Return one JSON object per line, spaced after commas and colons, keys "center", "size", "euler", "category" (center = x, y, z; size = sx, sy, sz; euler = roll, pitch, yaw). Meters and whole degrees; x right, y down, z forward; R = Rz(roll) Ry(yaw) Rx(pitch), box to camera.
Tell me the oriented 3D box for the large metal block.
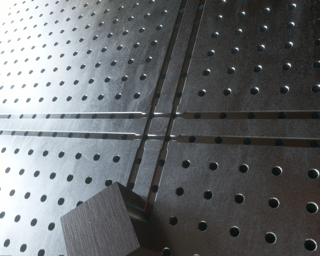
{"center": [-0.057, 0.121, 0.349], "size": [0.080, 0.050, 0.080], "euler": [-33, 51, 6], "category": "large metal block"}
